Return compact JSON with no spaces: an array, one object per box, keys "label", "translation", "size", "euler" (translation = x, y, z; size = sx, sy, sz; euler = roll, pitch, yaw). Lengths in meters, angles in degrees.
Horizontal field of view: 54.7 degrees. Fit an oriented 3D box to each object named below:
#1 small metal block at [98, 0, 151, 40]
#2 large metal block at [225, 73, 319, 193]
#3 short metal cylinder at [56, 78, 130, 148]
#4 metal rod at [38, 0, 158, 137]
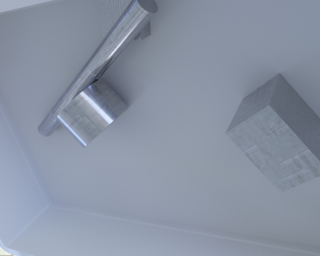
[{"label":"small metal block","translation":[-0.040,-0.129,0.349],"size":[0.050,0.025,0.050],"euler":[10,123,22]},{"label":"large metal block","translation":[0.121,0.003,0.311],"size":[0.080,0.080,0.050],"euler":[47,129,-5]},{"label":"short metal cylinder","translation":[-0.087,-0.019,0.405],"size":[0.050,0.080,0.080],"euler":[48,129,-6]},{"label":"metal rod","translation":[-0.100,-0.059,0.402],"size":[0.025,0.025,0.299],"euler":[49,135,-6]}]
